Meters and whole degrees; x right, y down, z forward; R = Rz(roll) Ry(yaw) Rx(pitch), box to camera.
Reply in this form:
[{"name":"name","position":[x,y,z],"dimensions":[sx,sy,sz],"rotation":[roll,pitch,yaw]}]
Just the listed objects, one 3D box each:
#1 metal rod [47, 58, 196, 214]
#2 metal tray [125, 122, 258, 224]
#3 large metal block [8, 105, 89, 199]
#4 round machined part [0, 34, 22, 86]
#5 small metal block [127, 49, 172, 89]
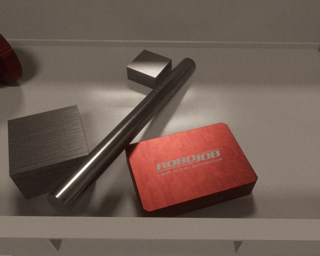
[{"name":"metal rod","position":[-0.024,-0.015,0.387],"dimensions":[0.025,0.025,0.301],"rotation":[22,44,17]},{"name":"metal tray","position":[0.033,0.048,0.362],"dimensions":[0.131,0.030,0.090],"rotation":[-13,51,-11]},{"name":"large metal block","position":[-0.127,0.026,0.364],"dimensions":[0.081,0.050,0.080],"rotation":[-15,51,-12]},{"name":"round machined part","position":[-0.248,-0.100,0.439],"dimensions":[0.098,0.097,0.042],"rotation":[27,55,20]},{"name":"small metal block","position":[-0.016,-0.091,0.482],"dimensions":[0.050,0.025,0.050],"rotation":[24,54,18]}]
